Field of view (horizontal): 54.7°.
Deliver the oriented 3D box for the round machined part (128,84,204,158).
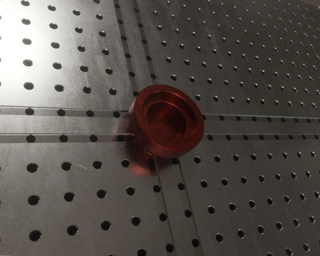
[{"bbox_3d":[0.005,-0.005,0.405,0.099,0.042,0.098,14,56,-21],"label":"round machined part"}]
